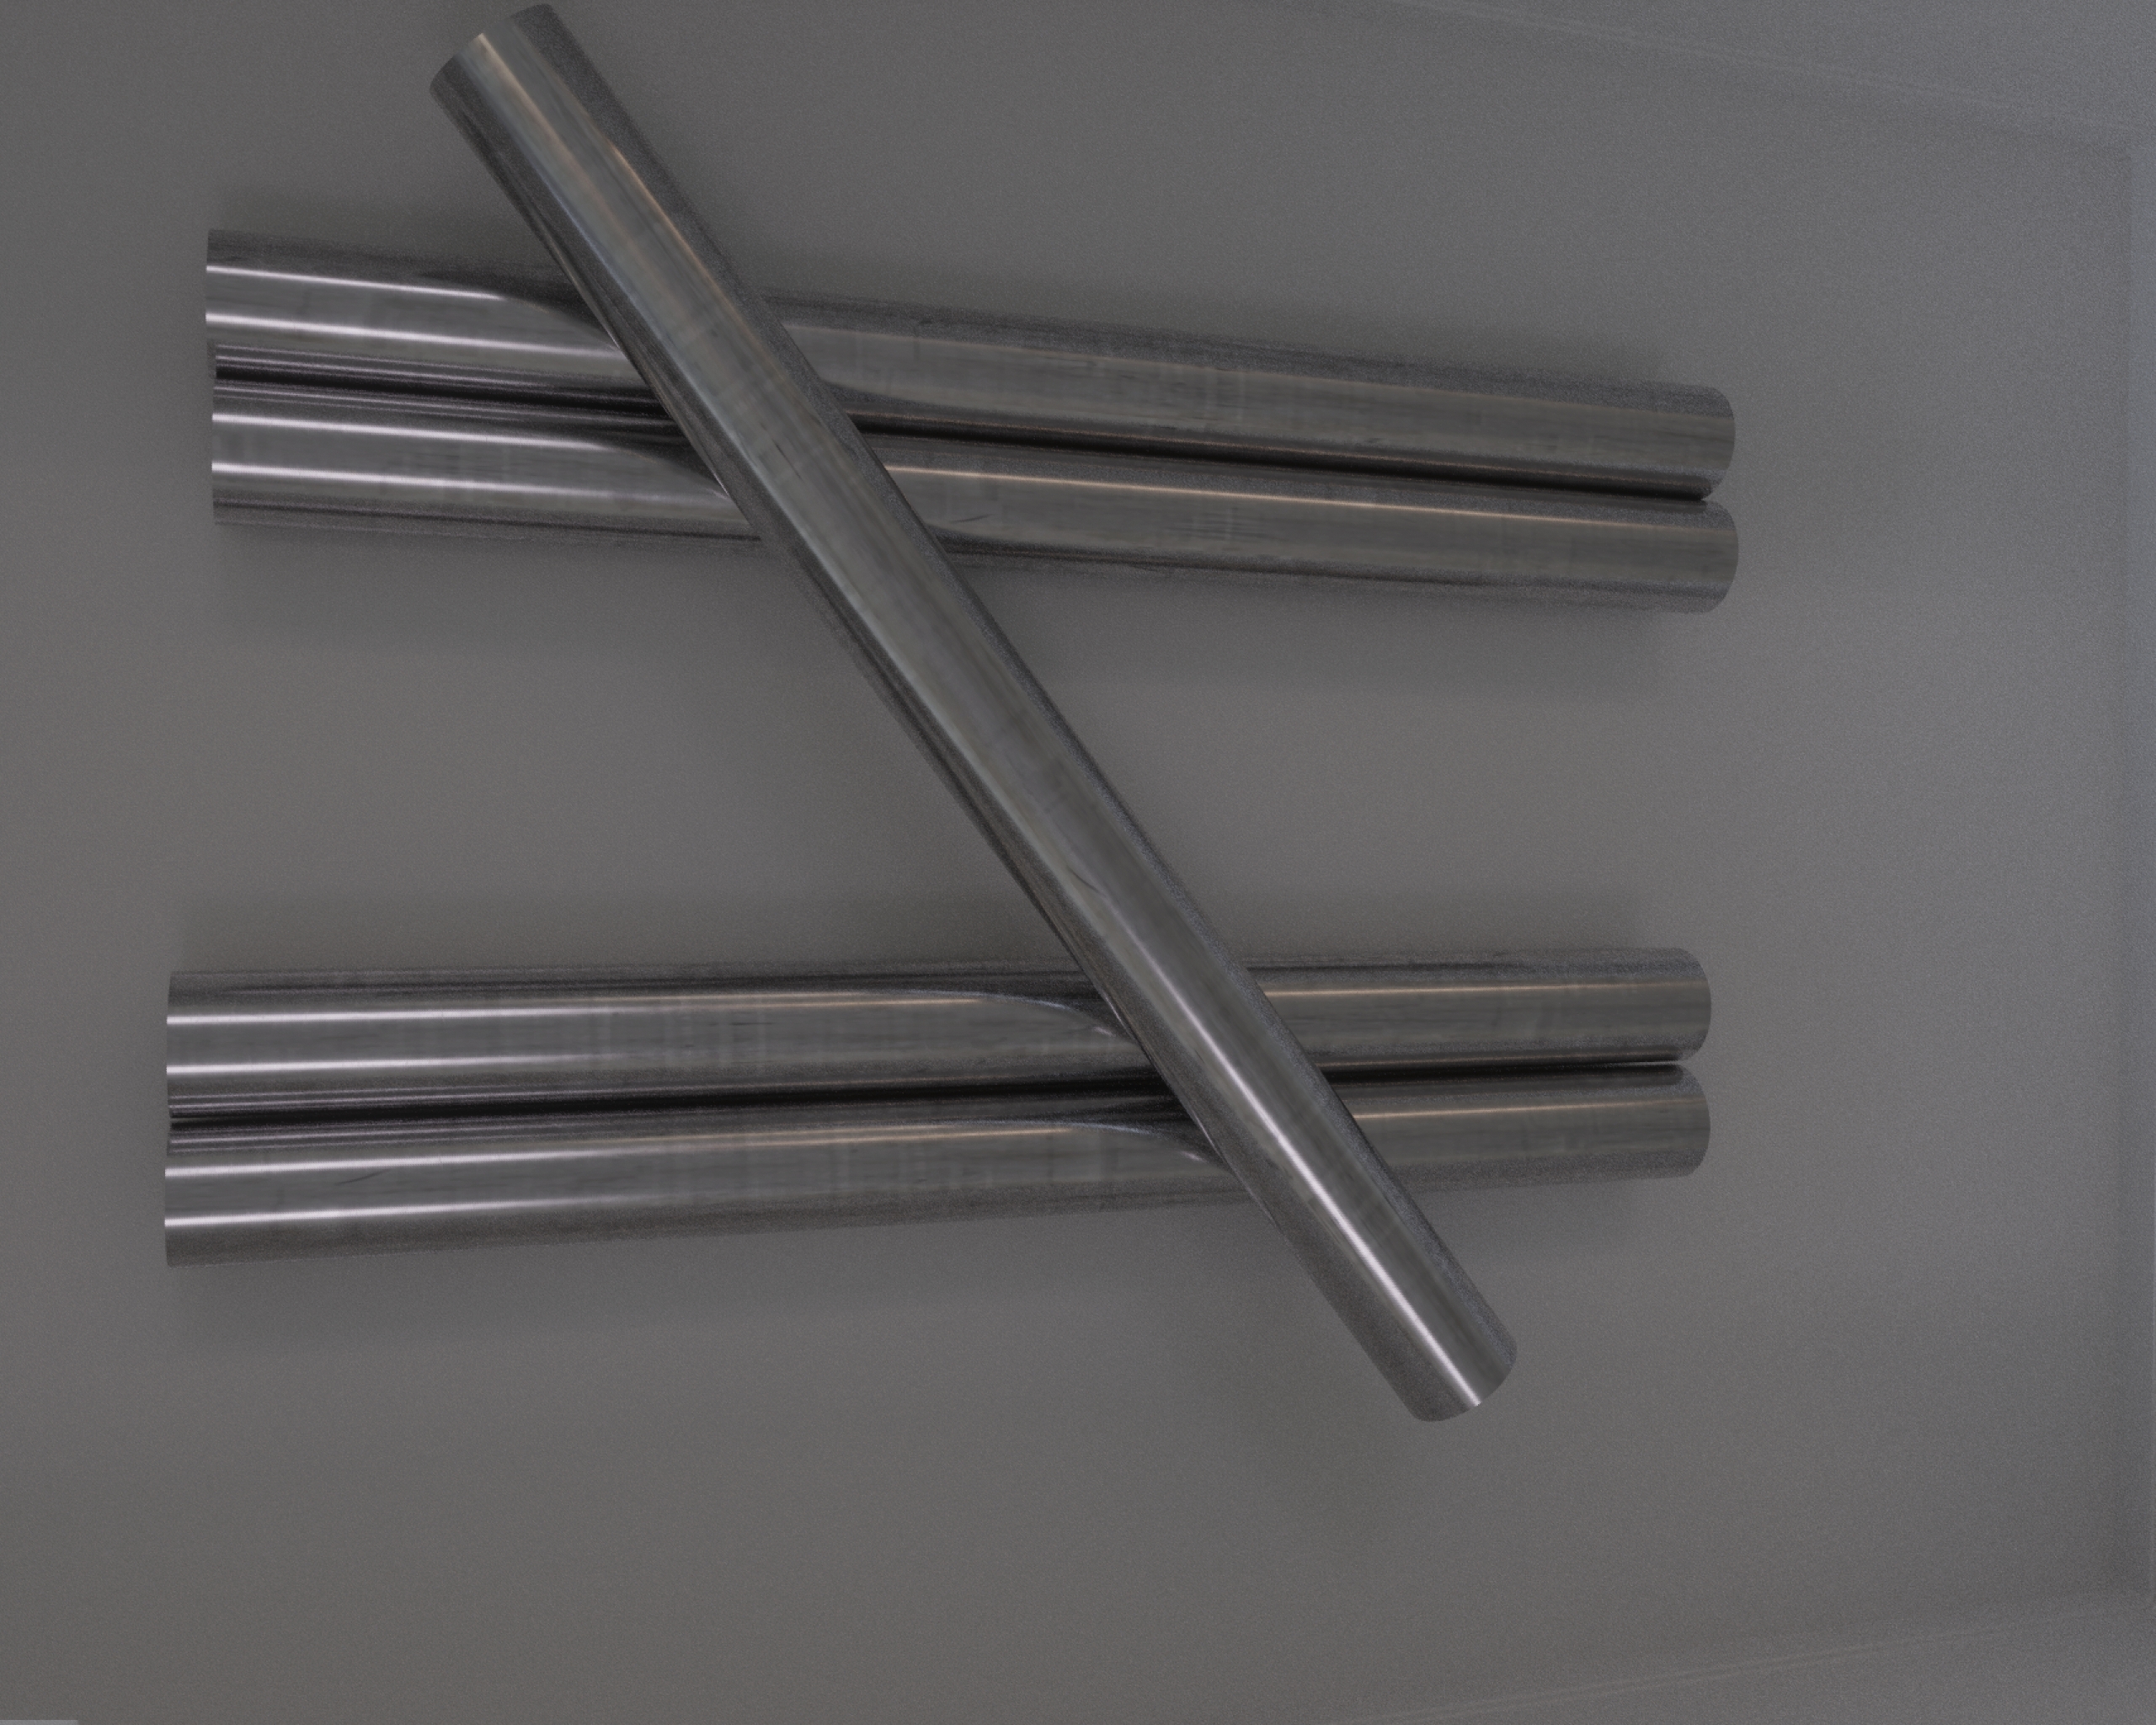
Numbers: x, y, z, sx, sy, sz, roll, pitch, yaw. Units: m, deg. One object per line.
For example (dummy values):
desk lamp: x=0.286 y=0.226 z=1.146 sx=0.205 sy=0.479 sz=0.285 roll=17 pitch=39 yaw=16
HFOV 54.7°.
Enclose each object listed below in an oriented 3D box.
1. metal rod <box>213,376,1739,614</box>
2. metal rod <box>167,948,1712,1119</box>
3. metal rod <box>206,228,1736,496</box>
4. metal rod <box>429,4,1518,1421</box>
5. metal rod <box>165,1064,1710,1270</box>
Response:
metal rod: x=-0.005 y=-0.068 z=0.407 sx=0.302 sy=0.025 sz=0.025 roll=1 pitch=90 yaw=-20
metal rod: x=-0.011 y=0.031 z=0.404 sx=0.302 sy=0.025 sz=0.025 roll=0 pitch=90 yaw=-20
metal rod: x=-0.005 y=-0.093 z=0.406 sx=0.302 sy=0.025 sz=0.025 roll=1 pitch=90 yaw=-20
metal rod: x=-0.011 y=-0.017 z=0.379 sx=0.025 sy=0.025 sz=0.299 roll=-40 pitch=103 yaw=-16
metal rod: x=-0.011 y=0.056 z=0.404 sx=0.302 sy=0.025 sz=0.025 roll=0 pitch=90 yaw=-20
